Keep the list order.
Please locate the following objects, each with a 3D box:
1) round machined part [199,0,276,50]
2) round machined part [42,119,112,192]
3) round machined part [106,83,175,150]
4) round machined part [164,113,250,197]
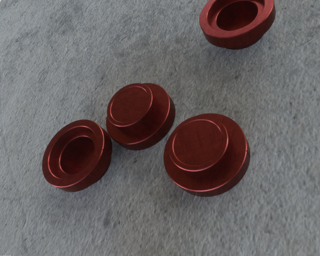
[{"bbox_3d":[0.108,-0.147,0.426,0.098,0.042,0.098,-13,56,20],"label":"round machined part"},{"bbox_3d":[-0.107,0.040,0.422,0.098,0.042,0.098,-13,56,20],"label":"round machined part"},{"bbox_3d":[-0.032,-0.022,0.422,0.098,0.042,0.098,-13,56,20],"label":"round machined part"},{"bbox_3d":[0.049,0.025,0.352,0.098,0.042,0.098,-13,56,20],"label":"round machined part"}]
